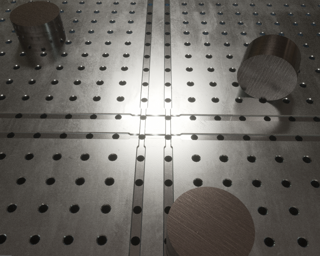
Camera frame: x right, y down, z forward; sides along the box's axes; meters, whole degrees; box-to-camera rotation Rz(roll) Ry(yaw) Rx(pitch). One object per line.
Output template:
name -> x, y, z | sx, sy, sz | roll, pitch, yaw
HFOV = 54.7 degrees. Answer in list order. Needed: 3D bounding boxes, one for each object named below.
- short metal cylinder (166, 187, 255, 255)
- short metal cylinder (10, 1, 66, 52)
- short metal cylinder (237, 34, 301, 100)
short metal cylinder -> 0.046, 0.105, 0.304 | 0.081, 0.050, 0.080 | 0, 50, 0
short metal cylinder -> -0.209, -0.176, 0.537 | 0.081, 0.050, 0.080 | 0, 50, 0
short metal cylinder -> 0.157, -0.086, 0.446 | 0.080, 0.080, 0.050 | 17, 52, 14
